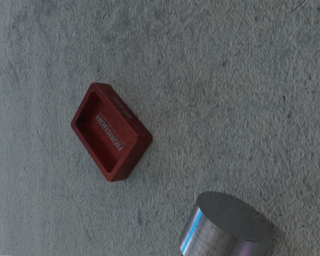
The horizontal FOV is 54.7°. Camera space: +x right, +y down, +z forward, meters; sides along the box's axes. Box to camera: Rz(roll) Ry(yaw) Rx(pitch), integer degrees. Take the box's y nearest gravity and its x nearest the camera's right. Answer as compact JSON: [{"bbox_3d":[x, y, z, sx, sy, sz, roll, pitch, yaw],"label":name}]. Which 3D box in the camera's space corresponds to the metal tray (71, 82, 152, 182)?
[{"bbox_3d":[-0.077,0.004,0.465,0.130,0.030,0.089,49,119,29],"label":"metal tray"}]

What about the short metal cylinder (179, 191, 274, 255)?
[{"bbox_3d":[0.066,0.108,0.315,0.080,0.081,0.050,33,110,35],"label":"short metal cylinder"}]
